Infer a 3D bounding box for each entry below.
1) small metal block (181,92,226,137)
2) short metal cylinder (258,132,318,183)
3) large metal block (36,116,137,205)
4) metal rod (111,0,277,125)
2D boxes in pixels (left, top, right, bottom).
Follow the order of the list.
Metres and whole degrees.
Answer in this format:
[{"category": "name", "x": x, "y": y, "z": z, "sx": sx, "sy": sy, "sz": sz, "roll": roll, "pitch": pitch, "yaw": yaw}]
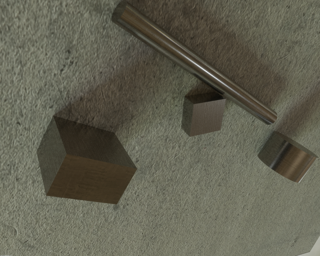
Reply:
[{"category": "small metal block", "x": 0.060, "y": -0.020, "z": 0.429, "sx": 0.050, "sy": 0.025, "sz": 0.050, "roll": -11, "pitch": 123, "yaw": -23}, {"category": "short metal cylinder", "x": 0.214, "y": 0.047, "z": 0.520, "sx": 0.081, "sy": 0.080, "sz": 0.050, "roll": 18, "pitch": 109, "yaw": -36}, {"category": "large metal block", "x": -0.085, "y": 0.036, "z": 0.348, "sx": 0.081, "sy": 0.080, "sz": 0.050, "roll": 18, "pitch": 109, "yaw": -36}, {"category": "metal rod", "x": 0.067, "y": -0.067, "z": 0.403, "sx": 0.302, "sy": 0.025, "sz": 0.025, "roll": 25, "pitch": 105, "yaw": -37}]
